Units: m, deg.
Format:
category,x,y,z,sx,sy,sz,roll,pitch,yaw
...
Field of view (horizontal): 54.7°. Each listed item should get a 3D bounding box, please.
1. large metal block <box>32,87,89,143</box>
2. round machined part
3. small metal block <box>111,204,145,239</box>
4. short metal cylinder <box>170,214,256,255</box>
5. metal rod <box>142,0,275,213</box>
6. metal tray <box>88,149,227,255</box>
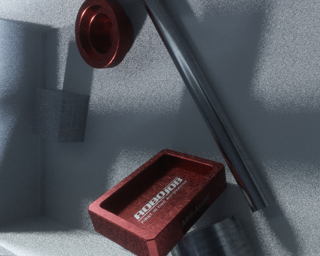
category,x,y,z,sx,sy,sz,roll,pitch,yaw
large metal block,-0.170,-0.023,0.528,0.080,0.050,0.079,14,99,38
round machined part,-0.077,-0.136,0.449,0.098,0.042,0.097,12,109,39
small metal block,-0.048,0.127,0.444,0.050,0.025,0.050,16,100,38
short metal cylinder,0.054,0.129,0.325,0.080,0.081,0.050,-35,69,34
metal rod,0.047,-0.047,0.366,0.025,0.025,0.299,-38,67,33
metal tray,0.001,0.074,0.335,0.090,0.131,0.030,12,124,39
